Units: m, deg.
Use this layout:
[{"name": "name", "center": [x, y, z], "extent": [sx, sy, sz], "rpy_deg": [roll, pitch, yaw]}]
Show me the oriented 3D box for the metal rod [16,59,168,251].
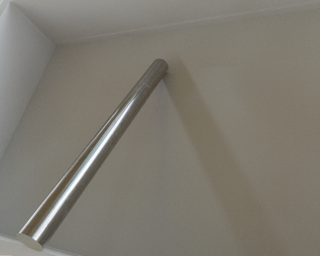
[{"name": "metal rod", "center": [-0.053, 0.000, 0.357], "extent": [0.025, 0.025, 0.301], "rpy_deg": [-1, 38, 27]}]
